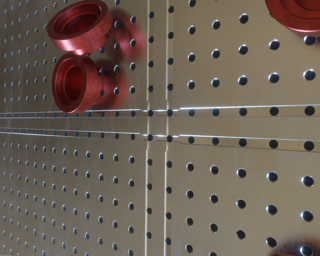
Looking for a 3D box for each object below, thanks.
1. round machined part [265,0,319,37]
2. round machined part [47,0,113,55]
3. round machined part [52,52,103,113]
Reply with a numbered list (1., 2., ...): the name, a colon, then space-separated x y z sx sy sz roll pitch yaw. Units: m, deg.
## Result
1. round machined part: 0.148 -0.131 0.276 0.098 0.042 0.097 0 90 40
2. round machined part: -0.118 -0.150 0.476 0.098 0.042 0.098 -9 51 11
3. round machined part: -0.132 -0.073 0.509 0.098 0.042 0.097 0 90 40
